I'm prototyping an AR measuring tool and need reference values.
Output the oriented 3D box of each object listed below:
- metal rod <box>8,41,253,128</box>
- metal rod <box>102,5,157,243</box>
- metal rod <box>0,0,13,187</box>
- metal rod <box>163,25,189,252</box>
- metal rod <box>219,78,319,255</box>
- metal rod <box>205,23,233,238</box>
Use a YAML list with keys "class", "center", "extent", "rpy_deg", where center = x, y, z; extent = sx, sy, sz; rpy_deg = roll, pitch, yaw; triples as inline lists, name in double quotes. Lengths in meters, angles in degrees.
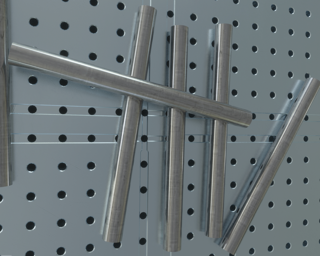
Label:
- class: "metal rod"
  center: [-0.019, -0.046, 0.377]
  extent: [0.302, 0.025, 0.025]
  rpy_deg: [14, 86, -20]
- class: "metal rod"
  center: [-0.038, -0.008, 0.398]
  extent: [0.025, 0.025, 0.299]
  rpy_deg: [10, 87, -20]
- class: "metal rod"
  center: [-0.181, -0.085, 0.345]
  extent: [0.025, 0.025, 0.298]
  rpy_deg: [-1, 90, -20]
- class: "metal rod"
  center: [0.021, 0.013, 0.420]
  extent: [0.025, 0.025, 0.298]
  rpy_deg: [2, 89, -20]
- class: "metal rod"
  center: [0.173, 0.051, 0.475]
  extent: [0.025, 0.025, 0.300]
  rpy_deg: [35, 79, -17]
- class: "metal rod"
  center: [0.084, 0.003, 0.443]
  extent: [0.025, 0.025, 0.298]
  rpy_deg: [3, 89, -20]
